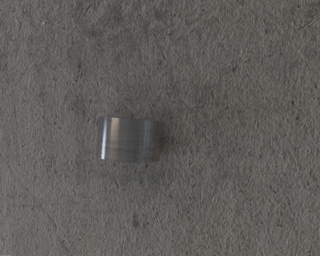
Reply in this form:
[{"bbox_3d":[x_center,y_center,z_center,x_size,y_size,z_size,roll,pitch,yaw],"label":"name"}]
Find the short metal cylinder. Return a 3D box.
[{"bbox_3d":[-0.038,0.013,0.394,0.080,0.080,0.050,5,92,20],"label":"short metal cylinder"}]
